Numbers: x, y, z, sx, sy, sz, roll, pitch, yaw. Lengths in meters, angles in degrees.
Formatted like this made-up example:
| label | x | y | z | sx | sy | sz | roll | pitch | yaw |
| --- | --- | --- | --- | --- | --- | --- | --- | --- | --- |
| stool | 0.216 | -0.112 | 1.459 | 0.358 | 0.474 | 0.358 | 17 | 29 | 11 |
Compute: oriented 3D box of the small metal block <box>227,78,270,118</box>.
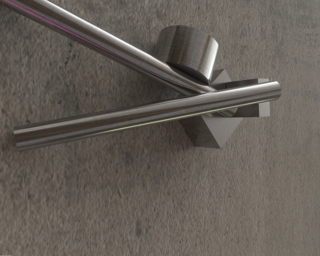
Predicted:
| label | x | y | z | sx | sy | sz | roll | pitch | yaw |
| --- | --- | --- | --- | --- | --- | --- | --- | --- | --- |
| small metal block | 0.120 | -0.040 | 0.424 | 0.025 | 0.050 | 0.050 | -5 | 94 | -40 |

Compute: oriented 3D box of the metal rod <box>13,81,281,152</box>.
| label | x | y | z | sx | sy | sz | roll | pitch | yaw |
| --- | --- | --- | --- | --- | --- | --- | --- | --- | --- |
| metal rod | 0.004 | -0.018 | 0.342 | 0.302 | 0.025 | 0.025 | -12 | 98 | -19 |

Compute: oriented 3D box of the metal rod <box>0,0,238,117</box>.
| label | x | y | z | sx | sy | sz | roll | pitch | yaw |
| --- | --- | --- | --- | --- | --- | --- | --- | --- | --- |
| metal rod | -0.030 | -0.078 | 0.345 | 0.302 | 0.025 | 0.025 | 23 | 75 | -26 |

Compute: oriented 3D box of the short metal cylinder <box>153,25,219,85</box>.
| label | x | y | z | sx | sy | sz | roll | pitch | yaw |
| --- | --- | --- | --- | --- | --- | --- | --- | --- | --- |
| short metal cylinder | 0.030 | -0.087 | 0.399 | 0.080 | 0.080 | 0.050 | 26 | 74 | -37 |

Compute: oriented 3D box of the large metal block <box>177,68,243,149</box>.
| label | x | y | z | sx | sy | sz | roll | pitch | yaw |
| --- | --- | --- | --- | --- | --- | --- | --- | --- | --- |
| large metal block | 0.072 | -0.028 | 0.451 | 0.080 | 0.050 | 0.080 | -48 | 119 | -28 |
